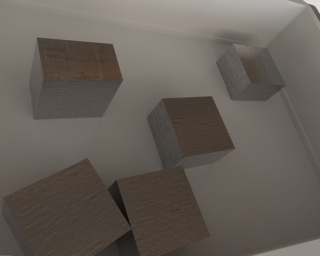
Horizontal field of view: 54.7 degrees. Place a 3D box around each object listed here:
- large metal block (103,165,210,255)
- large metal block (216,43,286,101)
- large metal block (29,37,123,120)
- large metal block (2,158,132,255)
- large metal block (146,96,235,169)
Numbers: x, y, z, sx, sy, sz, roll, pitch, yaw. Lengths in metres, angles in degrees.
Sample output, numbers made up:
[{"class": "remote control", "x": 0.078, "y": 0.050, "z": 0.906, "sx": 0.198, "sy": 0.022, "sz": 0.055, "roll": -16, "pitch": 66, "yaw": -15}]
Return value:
[{"class": "large metal block", "x": -0.006, "y": 0.093, "z": 0.331, "sx": 0.081, "sy": 0.050, "sz": 0.080, "roll": -8, "pitch": 66, "yaw": -32}, {"class": "large metal block", "x": 0.155, "y": -0.094, "z": 0.533, "sx": 0.081, "sy": 0.050, "sz": 0.080, "roll": -2, "pitch": 63, "yaw": -29}, {"class": "large metal block", "x": -0.098, "y": -0.052, "z": 0.350, "sx": 0.081, "sy": 0.080, "sz": 0.050, "roll": -4, "pitch": 64, "yaw": -30}, {"class": "large metal block", "x": -0.088, "y": 0.087, "z": 0.290, "sx": 0.081, "sy": 0.050, "sz": 0.080, "roll": -26, "pitch": 76, "yaw": -37}, {"class": "large metal block", "x": 0.039, "y": 0.007, "z": 0.408, "sx": 0.081, "sy": 0.050, "sz": 0.080, "roll": -6, "pitch": 65, "yaw": -31}]
